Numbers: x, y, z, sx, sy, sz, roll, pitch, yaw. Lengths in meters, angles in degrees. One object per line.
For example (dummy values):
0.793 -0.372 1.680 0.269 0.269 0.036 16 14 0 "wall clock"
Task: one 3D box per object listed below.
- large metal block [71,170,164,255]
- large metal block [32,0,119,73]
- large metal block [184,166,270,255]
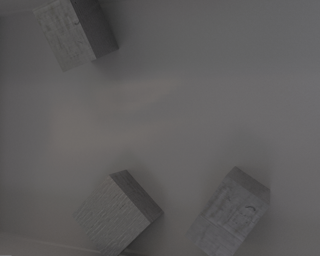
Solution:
-0.056 0.116 0.417 0.080 0.050 0.080 46 104 14 "large metal block"
-0.105 -0.127 0.405 0.050 0.080 0.080 -17 107 19 "large metal block"
0.080 0.095 0.353 0.050 0.080 0.080 35 101 16 "large metal block"
